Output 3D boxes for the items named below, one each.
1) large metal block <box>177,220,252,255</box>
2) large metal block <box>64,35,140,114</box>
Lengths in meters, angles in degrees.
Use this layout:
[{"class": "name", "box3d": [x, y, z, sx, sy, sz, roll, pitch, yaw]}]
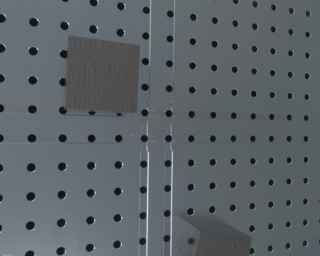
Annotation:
[{"class": "large metal block", "box3d": [0.071, 0.178, 0.425, 0.081, 0.050, 0.080, 13, 86, -20]}, {"class": "large metal block", "box3d": [-0.071, -0.059, 0.373, 0.081, 0.050, 0.080, 3, 89, -20]}]
